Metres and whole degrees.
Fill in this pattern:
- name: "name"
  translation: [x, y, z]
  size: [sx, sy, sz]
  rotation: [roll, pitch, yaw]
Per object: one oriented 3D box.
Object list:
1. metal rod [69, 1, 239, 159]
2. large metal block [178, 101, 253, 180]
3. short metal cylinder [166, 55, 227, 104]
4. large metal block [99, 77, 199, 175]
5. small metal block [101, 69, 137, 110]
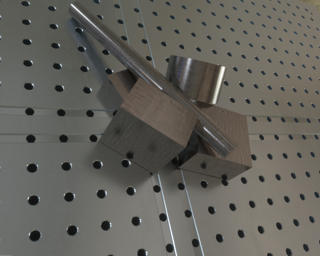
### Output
- name: "metal rod"
  translation: [-0.019, -0.073, 0.405]
  size: [0.300, 0.025, 0.025]
  rotation: [44, 50, 17]
- name: "large metal block"
  translation: [0.073, 0.018, 0.422]
  size: [0.081, 0.050, 0.080]
  rotation: [16, 55, -19]
- name: "short metal cylinder"
  translation: [0.048, -0.068, 0.433]
  size: [0.081, 0.080, 0.050]
  rotation: [8, 102, -24]
- name: "large metal block"
  translation: [-0.015, 0.001, 0.365]
  size: [0.080, 0.080, 0.050]
  rotation: [32, 51, -8]
- name: "small metal block"
  translation: [-0.042, -0.051, 0.418]
  size: [0.050, 0.025, 0.050]
  rotation: [-27, 77, -37]
